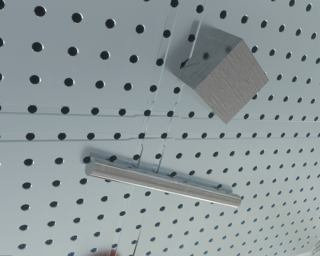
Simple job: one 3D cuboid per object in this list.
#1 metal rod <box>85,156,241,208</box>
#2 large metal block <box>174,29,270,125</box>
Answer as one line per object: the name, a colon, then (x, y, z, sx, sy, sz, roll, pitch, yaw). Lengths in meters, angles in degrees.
metal rod: (0.025, 0.091, 0.481, 0.302, 0.025, 0.025, 21, 107, -36)
large metal block: (0.080, -0.065, 0.399, 0.080, 0.050, 0.080, -47, 129, 4)
